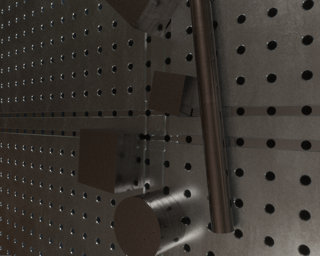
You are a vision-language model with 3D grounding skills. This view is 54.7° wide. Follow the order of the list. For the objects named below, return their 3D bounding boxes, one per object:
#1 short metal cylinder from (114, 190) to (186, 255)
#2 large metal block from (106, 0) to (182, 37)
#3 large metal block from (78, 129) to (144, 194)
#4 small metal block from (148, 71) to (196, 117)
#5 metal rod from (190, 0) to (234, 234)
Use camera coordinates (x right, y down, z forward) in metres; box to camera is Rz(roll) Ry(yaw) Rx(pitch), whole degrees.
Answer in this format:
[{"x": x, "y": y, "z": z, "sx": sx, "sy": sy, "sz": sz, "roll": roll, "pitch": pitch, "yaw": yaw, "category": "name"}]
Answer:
[{"x": -0.014, "y": 0.125, "z": 0.403, "sx": 0.080, "sy": 0.050, "sz": 0.079, "roll": 0, "pitch": 90, "yaw": 39, "category": "short metal cylinder"}, {"x": -0.018, "y": -0.181, "z": 0.406, "sx": 0.080, "sy": 0.050, "sz": 0.080, "roll": 50, "pitch": 119, "yaw": 28, "category": "large metal block"}, {"x": -0.073, "y": 0.044, "z": 0.451, "sx": 0.080, "sy": 0.050, "sz": 0.079, "roll": 6, "pitch": 94, "yaw": 39, "category": "large metal block"}, {"x": 0.015, "y": -0.044, "z": 0.395, "sx": 0.050, "sy": 0.025, "sz": 0.050, "roll": 16, "pitch": 100, "yaw": 38, "category": "small metal block"}, {"x": 0.058, "y": -0.033, "z": 0.359, "sx": 0.025, "sy": 0.025, "sz": 0.298, "roll": -8, "pitch": 85, "yaw": 39, "category": "metal rod"}]
